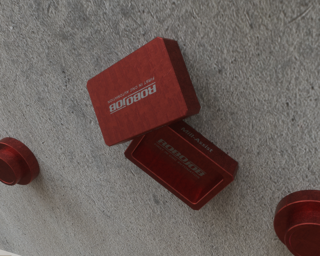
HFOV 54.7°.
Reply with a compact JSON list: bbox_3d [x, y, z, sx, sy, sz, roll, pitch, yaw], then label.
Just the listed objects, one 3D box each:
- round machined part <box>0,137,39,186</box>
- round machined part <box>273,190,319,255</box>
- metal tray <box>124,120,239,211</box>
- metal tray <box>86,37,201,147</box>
[{"bbox_3d":[-0.281,0.069,0.584,0.098,0.042,0.097,13,124,20],"label":"round machined part"},{"bbox_3d":[0.189,0.126,0.374,0.098,0.042,0.097,13,124,20],"label":"round machined part"},{"bbox_3d":[0.026,0.042,0.414,0.130,0.030,0.089,38,129,2],"label":"metal tray"},{"bbox_3d":[-0.025,-0.039,0.371,0.130,0.030,0.090,-22,84,35],"label":"metal tray"}]
